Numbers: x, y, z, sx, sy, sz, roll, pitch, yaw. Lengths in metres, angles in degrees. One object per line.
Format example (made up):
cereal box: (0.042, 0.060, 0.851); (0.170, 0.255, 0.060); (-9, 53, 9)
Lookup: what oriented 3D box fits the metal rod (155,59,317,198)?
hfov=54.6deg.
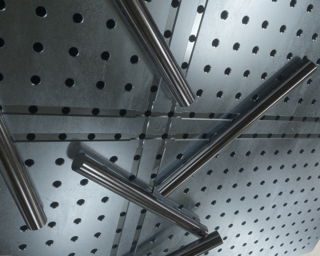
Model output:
metal rod: (0.116, 0.000, 0.473); (0.300, 0.025, 0.025); (-40, 129, -1)

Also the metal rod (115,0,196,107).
metal rod: (-0.032, -0.131, 0.311); (0.025, 0.025, 0.300); (-38, 129, -3)

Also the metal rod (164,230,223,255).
metal rod: (-0.031, 0.253, 0.531); (0.301, 0.025, 0.025); (-23, 127, -7)

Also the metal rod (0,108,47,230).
metal rod: (-0.170, -0.002, 0.316); (0.025, 0.025, 0.298); (-18, 126, -18)

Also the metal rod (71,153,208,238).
metal rod: (-0.011, 0.117, 0.476); (0.025, 0.025, 0.301); (-46, 129, 4)
